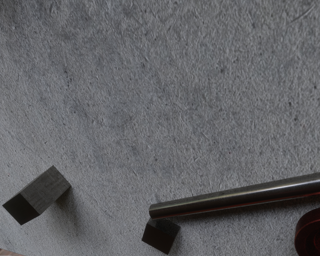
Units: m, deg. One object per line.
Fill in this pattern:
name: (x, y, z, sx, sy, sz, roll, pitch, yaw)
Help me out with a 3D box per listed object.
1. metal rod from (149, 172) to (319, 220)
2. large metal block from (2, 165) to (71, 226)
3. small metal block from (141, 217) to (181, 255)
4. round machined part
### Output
metal rod: (0.105, 0.091, 0.407, 0.300, 0.025, 0.025, -21, 108, 35)
large metal block: (-0.224, 0.123, 0.565, 0.080, 0.080, 0.050, -31, 101, 38)
small metal block: (0.001, 0.176, 0.515, 0.050, 0.025, 0.050, 24, 127, 13)
round machined part: (0.213, 0.129, 0.363, 0.098, 0.042, 0.097, 13, 124, 21)
